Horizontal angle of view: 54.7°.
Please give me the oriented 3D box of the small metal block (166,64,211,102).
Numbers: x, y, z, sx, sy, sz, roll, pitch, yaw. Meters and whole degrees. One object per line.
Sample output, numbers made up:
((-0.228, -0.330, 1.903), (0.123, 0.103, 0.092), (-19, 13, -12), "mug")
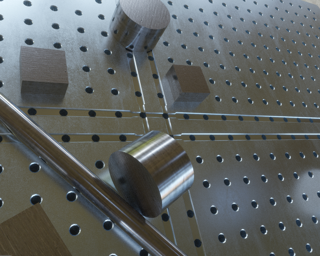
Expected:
((0.042, -0.068, 0.472), (0.050, 0.025, 0.050), (-2, 63, -29), "small metal block")

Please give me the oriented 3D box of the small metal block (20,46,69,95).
((-0.141, -0.069, 0.374), (0.050, 0.025, 0.050), (0, 62, -28), "small metal block")

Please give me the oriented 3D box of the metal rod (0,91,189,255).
((-0.083, 0.054, 0.330), (0.300, 0.025, 0.025), (41, 51, 0), "metal rod")

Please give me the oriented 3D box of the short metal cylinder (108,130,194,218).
((-0.010, 0.049, 0.337), (0.050, 0.080, 0.080), (-32, 80, -38), "short metal cylinder")

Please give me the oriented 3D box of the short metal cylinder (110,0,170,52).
((-0.031, -0.164, 0.475), (0.081, 0.050, 0.080), (14, 56, -21), "short metal cylinder")

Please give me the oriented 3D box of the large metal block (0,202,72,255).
((-0.119, 0.122, 0.253), (0.081, 0.050, 0.080), (-29, 78, -37), "large metal block")
